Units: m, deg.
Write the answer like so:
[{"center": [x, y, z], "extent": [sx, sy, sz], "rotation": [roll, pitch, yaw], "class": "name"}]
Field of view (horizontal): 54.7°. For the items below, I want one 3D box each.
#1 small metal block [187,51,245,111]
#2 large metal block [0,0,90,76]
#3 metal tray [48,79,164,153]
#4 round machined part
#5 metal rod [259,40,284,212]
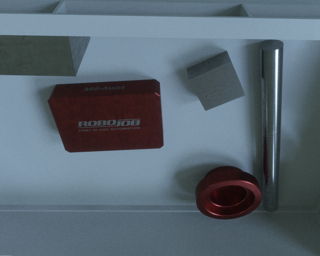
[{"center": [0.066, -0.054, 0.364], "extent": [0.050, 0.025, 0.050], "rotation": [-22, 127, 17], "class": "small metal block"}, {"center": [-0.116, -0.092, 0.293], "extent": [0.081, 0.080, 0.050], "rotation": [1, 130, -1], "class": "large metal block"}, {"center": [-0.063, -0.013, 0.394], "extent": [0.131, 0.030, 0.089], "rotation": [-3, 130, 2], "class": "metal tray"}, {"center": [0.104, 0.097, 0.482], "extent": [0.099, 0.042, 0.097], "rotation": [-1, 130, 0], "class": "round machined part"}, {"center": [0.154, 0.021, 0.429], "extent": [0.025, 0.025, 0.299], "rotation": [-10, 130, 8], "class": "metal rod"}]
